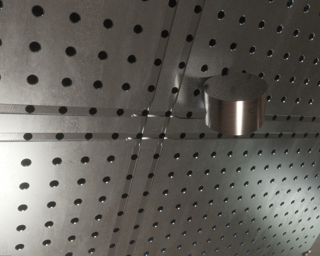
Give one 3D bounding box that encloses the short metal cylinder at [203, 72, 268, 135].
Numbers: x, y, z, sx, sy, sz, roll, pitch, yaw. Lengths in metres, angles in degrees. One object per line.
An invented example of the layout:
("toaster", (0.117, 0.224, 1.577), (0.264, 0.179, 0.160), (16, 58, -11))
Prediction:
("short metal cylinder", (0.099, -0.034, 0.411), (0.081, 0.080, 0.050), (-20, 126, -17))
